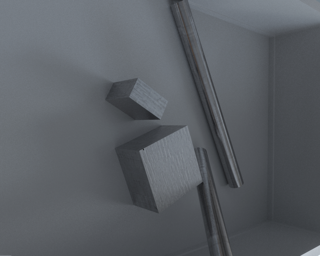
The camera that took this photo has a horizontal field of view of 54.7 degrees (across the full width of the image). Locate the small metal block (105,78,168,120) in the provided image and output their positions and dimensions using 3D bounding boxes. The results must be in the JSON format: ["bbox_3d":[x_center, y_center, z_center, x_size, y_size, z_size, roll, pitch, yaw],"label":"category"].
[{"bbox_3d":[-0.028,-0.033,0.369,0.050,0.050,0.025,35,69,-35],"label":"small metal block"}]

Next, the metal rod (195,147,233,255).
[{"bbox_3d":[0.069,0.140,0.352,0.025,0.025,0.300,38,29,-34],"label":"metal rod"}]

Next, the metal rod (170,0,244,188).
[{"bbox_3d":[0.077,-0.040,0.473,0.025,0.025,0.298,-33,111,-35],"label":"metal rod"}]

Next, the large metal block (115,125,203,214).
[{"bbox_3d":[0.001,0.048,0.393,0.081,0.050,0.080,-27,107,-37],"label":"large metal block"}]
